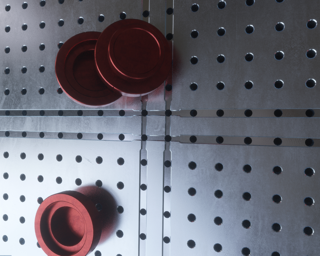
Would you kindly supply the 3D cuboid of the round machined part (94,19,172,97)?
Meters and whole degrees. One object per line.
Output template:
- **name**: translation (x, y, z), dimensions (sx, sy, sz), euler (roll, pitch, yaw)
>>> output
- **round machined part**: translation (-0.032, -0.091, 0.389), dimensions (0.099, 0.042, 0.097), euler (1, 86, -14)

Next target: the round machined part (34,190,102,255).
- **round machined part**: translation (-0.127, 0.139, 0.447), dimensions (0.098, 0.042, 0.097), euler (0, 90, 19)

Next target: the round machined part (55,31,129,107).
- **round machined part**: translation (-0.088, -0.076, 0.418), dimensions (0.099, 0.042, 0.097), euler (1, 86, -14)
